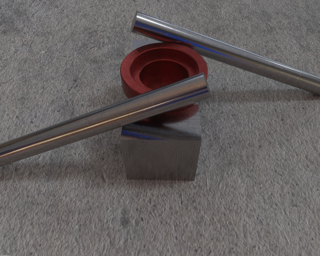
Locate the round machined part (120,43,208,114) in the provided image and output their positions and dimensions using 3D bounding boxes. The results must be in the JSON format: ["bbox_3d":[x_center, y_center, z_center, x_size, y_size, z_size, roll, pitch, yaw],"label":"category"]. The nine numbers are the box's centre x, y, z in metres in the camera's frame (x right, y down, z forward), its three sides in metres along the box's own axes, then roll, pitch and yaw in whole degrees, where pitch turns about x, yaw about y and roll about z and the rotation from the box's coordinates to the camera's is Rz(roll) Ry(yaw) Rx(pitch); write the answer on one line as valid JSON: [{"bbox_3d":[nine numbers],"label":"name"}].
[{"bbox_3d":[0.005,-0.054,0.363,0.099,0.042,0.098,0,50,0],"label":"round machined part"}]

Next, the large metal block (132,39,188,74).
[{"bbox_3d":[0.004,-0.074,0.431,0.081,0.080,0.050,1,50,0],"label":"large metal block"}]

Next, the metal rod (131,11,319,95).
[{"bbox_3d":[0.109,-0.092,0.414,0.302,0.025,0.025,14,48,-18],"label":"metal rod"}]

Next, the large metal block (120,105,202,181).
[{"bbox_3d":[0.001,0.018,0.354,0.081,0.080,0.050,1,50,0],"label":"large metal block"}]

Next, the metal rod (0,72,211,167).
[{"bbox_3d":[-0.094,0.003,0.329,0.301,0.025,0.025,-18,49,14],"label":"metal rod"}]
